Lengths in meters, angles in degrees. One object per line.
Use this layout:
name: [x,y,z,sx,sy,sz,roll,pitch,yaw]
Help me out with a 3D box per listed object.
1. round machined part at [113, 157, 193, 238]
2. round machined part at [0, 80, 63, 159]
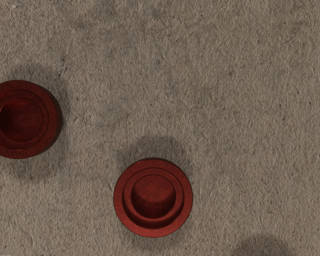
round machined part: [-0.009,0.086,0.401,0.099,0.042,0.097,0,90,-1]
round machined part: [-0.175,-0.010,0.399,0.099,0.042,0.097,0,90,-1]
